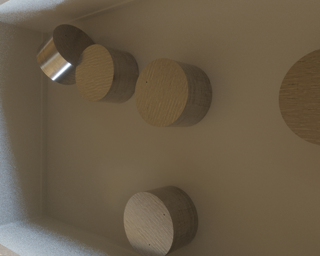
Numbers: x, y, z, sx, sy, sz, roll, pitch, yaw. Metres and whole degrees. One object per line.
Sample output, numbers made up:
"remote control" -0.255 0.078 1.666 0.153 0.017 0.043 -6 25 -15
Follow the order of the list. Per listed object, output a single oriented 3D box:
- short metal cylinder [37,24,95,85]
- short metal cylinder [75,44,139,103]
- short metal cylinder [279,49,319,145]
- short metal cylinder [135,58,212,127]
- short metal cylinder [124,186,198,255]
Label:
"short metal cylinder" -0.145 -0.115 0.491 0.050 0.081 0.080 -29 72 36
"short metal cylinder" -0.078 -0.077 0.453 0.080 0.050 0.079 1 92 37
"short metal cylinder" 0.151 -0.025 0.266 0.080 0.050 0.080 0 90 40
"short metal cylinder" 0.016 -0.041 0.378 0.080 0.050 0.080 0 90 40
"short metal cylinder" 0.001 0.117 0.390 0.080 0.050 0.080 0 90 40
